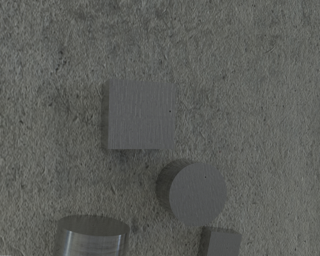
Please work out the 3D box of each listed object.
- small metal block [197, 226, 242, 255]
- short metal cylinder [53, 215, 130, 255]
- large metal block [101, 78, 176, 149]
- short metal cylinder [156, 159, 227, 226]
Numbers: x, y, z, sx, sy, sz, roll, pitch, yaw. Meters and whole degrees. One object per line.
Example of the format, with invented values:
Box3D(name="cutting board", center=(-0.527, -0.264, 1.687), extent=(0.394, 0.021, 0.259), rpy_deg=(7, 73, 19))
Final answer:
Box3D(name="small metal block", center=(0.084, 0.170, 0.440), extent=(0.050, 0.025, 0.050), rpy_deg=(13, 86, -20))
Box3D(name="short metal cylinder", center=(-0.078, 0.134, 0.351), extent=(0.081, 0.080, 0.050), rpy_deg=(10, 87, -20))
Box3D(name="large metal block", center=(-0.028, -0.015, 0.385), extent=(0.081, 0.050, 0.080), rpy_deg=(1, 90, -20))
Box3D(name="short metal cylinder", center=(0.040, 0.083, 0.411), extent=(0.081, 0.050, 0.079), rpy_deg=(0, 90, -20))
